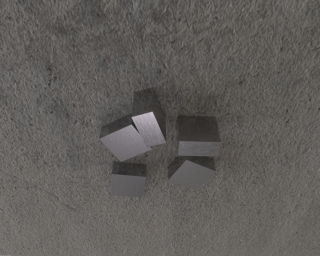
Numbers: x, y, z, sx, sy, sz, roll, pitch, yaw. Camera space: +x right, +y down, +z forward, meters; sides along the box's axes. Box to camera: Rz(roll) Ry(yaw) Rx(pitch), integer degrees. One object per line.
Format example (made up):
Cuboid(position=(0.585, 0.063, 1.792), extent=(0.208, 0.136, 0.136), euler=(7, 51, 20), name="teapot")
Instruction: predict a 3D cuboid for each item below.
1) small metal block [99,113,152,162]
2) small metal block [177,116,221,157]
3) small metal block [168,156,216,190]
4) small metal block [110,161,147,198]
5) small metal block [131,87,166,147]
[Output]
Cuboid(position=(-0.045, 0.013, 0.418), extent=(0.050, 0.025, 0.050), euler=(-23, 127, 18), name="small metal block")
Cuboid(position=(0.048, 0.010, 0.399), extent=(0.050, 0.050, 0.025), euler=(2, 130, -2), name="small metal block")
Cuboid(position=(0.046, 0.062, 0.460), extent=(0.050, 0.025, 0.050), euler=(23, 126, -19), name="small metal block")
Cuboid(position=(-0.048, 0.079, 0.474), extent=(0.050, 0.025, 0.050), euler=(6, 130, -6), name="small metal block")
Cuboid(position=(-0.012, -0.013, 0.379), extent=(0.025, 0.050, 0.050), euler=(-14, 129, 12), name="small metal block")
